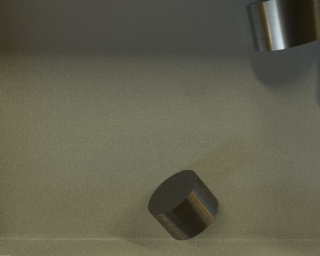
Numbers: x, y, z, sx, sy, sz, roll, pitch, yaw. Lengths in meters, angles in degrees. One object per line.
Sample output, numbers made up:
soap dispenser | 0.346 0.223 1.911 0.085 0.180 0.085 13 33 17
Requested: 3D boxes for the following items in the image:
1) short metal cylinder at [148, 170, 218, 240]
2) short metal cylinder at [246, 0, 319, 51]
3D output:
short metal cylinder | 0.031 0.103 0.421 0.080 0.080 0.050 -35 107 12
short metal cylinder | 0.140 -0.121 0.339 0.080 0.080 0.050 -16 110 5
